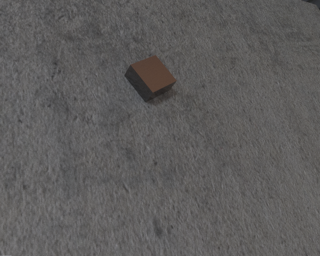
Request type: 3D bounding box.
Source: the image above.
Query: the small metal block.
[{"bbox_3d":[-0.013,-0.071,0.442,0.050,0.025,0.050,-32,80,-38],"label":"small metal block"}]
